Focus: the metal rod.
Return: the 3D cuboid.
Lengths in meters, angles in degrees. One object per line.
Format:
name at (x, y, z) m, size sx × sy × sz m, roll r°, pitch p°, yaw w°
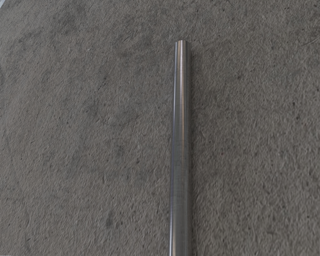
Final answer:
metal rod at (0.027, 0.008, 0.385) m, size 0.025 × 0.025 × 0.300 m, roll -11°, pitch 57°, yaw 22°
